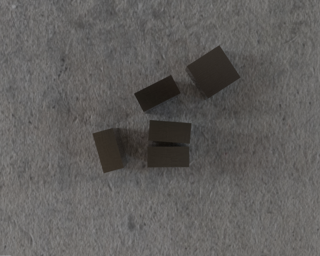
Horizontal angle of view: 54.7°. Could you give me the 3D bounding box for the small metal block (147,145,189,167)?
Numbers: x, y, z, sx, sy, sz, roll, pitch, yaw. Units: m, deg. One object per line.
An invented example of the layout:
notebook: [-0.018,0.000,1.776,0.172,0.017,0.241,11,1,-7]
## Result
small metal block: [0.010,0.035,0.398,0.050,0.050,0.025,0,90,-1]

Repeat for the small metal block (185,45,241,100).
small metal block: [0.069,-0.072,0.411,0.050,0.025,0.050,-33,90,0]

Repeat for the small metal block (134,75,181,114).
small metal block: [-0.003,-0.042,0.397,0.050,0.050,0.025,-27,90,0]

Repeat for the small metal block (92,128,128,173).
small metal block: [-0.062,0.027,0.397,0.025,0.050,0.050,-16,90,0]

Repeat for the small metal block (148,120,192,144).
small metal block: [0.012,0.004,0.398,0.050,0.050,0.025,5,90,-1]
